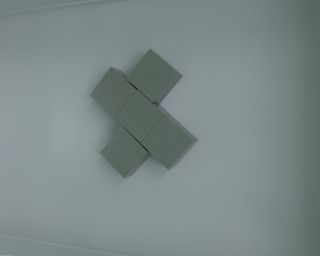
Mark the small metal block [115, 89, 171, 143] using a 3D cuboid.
[{"bbox_3d":[-0.023,-0.015,0.416,0.050,0.025,0.050,43,103,15],"label":"small metal block"}]

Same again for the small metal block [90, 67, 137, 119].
[{"bbox_3d":[-0.060,-0.048,0.429,0.050,0.025,0.050,43,103,15],"label":"small metal block"}]

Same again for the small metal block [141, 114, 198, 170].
[{"bbox_3d":[0.012,0.018,0.404,0.050,0.025,0.050,43,103,15],"label":"small metal block"}]

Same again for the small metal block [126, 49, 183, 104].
[{"bbox_3d":[-0.007,-0.067,0.410,0.050,0.025,0.050,43,102,14],"label":"small metal block"}]

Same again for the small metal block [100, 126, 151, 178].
[{"bbox_3d":[-0.045,0.032,0.425,0.050,0.025,0.050,45,104,14],"label":"small metal block"}]
